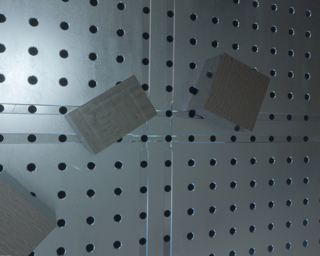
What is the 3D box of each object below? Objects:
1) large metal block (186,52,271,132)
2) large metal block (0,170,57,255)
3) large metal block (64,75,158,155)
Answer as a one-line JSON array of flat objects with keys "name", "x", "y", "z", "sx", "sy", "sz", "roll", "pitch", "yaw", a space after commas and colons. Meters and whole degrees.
[{"name": "large metal block", "x": 0.095, "y": -0.047, "z": 0.434, "sx": 0.080, "sy": 0.050, "sz": 0.080, "roll": 24, "pitch": 82, "yaw": -19}, {"name": "large metal block", "x": -0.172, "y": 0.105, "z": 0.336, "sx": 0.080, "sy": 0.050, "sz": 0.080, "roll": -47, "pitch": 105, "yaw": -14}, {"name": "large metal block", "x": -0.060, "y": -0.015, "z": 0.361, "sx": 0.080, "sy": 0.080, "sz": 0.050, "roll": -34, "pitch": 101, "yaw": -17}]
